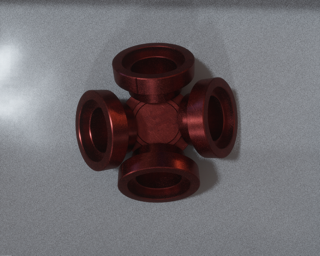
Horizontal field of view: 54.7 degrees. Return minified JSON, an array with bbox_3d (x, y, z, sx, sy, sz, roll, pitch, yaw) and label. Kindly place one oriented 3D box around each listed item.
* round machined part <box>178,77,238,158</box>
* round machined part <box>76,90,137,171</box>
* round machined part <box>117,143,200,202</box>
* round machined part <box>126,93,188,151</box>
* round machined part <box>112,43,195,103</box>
[{"bbox_3d":[0.058,-0.012,0.384,0.042,0.099,0.097,-3,90,36],"label":"round machined part"},{"bbox_3d":[-0.064,0.002,0.382,0.042,0.098,0.097,-7,90,-38],"label":"round machined part"},{"bbox_3d":[-0.002,0.054,0.382,0.099,0.097,0.042,-1,54,-1],"label":"round machined part"},{"bbox_3d":[-0.003,-0.006,0.401,0.099,0.042,0.097,0,90,-1],"label":"round machined part"},{"bbox_3d":[-0.007,-0.066,0.382,0.099,0.098,0.042,-4,128,-1],"label":"round machined part"}]
